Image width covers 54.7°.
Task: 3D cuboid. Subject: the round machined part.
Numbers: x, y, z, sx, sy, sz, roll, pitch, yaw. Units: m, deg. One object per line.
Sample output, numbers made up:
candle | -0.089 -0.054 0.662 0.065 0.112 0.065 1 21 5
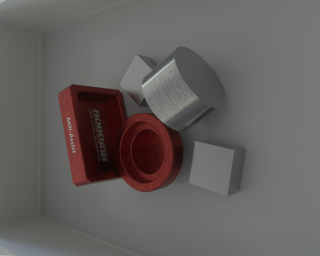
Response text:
round machined part | -0.010 0.030 0.398 0.098 0.042 0.097 0 90 39

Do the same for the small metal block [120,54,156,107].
small metal block | -0.021 -0.064 0.420 0.050 0.025 0.050 49 119 30

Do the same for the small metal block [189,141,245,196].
small metal block | 0.064 0.044 0.350 0.050 0.025 0.050 12 97 40

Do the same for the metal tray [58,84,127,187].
metal tray | -0.084 0.009 0.429 0.030 0.091 0.129 -22 76 38

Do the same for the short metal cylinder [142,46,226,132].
short metal cylinder | 0.027 -0.043 0.345 0.050 0.081 0.080 -36 68 34
